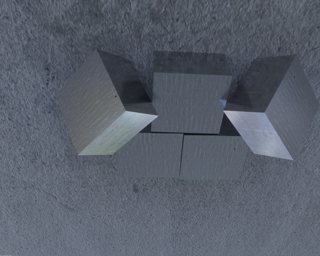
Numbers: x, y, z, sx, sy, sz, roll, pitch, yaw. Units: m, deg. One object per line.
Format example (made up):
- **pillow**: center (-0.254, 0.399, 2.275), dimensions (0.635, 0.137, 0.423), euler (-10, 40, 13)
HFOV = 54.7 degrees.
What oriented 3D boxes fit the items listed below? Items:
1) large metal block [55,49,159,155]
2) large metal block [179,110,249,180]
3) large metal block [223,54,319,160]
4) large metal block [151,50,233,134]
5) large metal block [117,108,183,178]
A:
- **large metal block**: center (-0.061, -0.025, 0.341), dimensions (0.080, 0.080, 0.050), euler (-39, 155, 28)
- **large metal block**: center (0.067, 0.023, 0.411), dimensions (0.081, 0.050, 0.079), euler (1, 130, -2)
- **large metal block**: center (0.127, -0.023, 0.347), dimensions (0.050, 0.080, 0.080), euler (8, 147, 51)
- **large metal block**: center (0.032, -0.041, 0.358), dimensions (0.081, 0.050, 0.079), euler (2, 130, -2)
- **large metal block**: center (-0.014, 0.020, 0.408), dimensions (0.081, 0.050, 0.079), euler (1, 130, -2)
